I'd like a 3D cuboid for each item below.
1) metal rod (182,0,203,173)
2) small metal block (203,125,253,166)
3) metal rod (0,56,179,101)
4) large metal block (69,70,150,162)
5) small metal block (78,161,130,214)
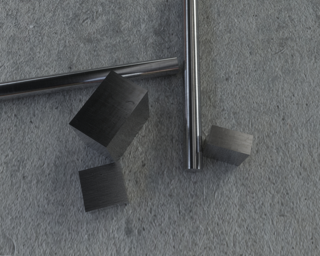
[{"bbox_3d":[0.044,-0.087,0.440,0.025,0.025,0.299,1,70,0],"label":"metal rod"},{"bbox_3d":[0.083,0.023,0.387,0.050,0.050,0.025,15,68,5],"label":"small metal block"},{"bbox_3d":[-0.125,-0.065,0.430,0.302,0.025,0.025,-9,71,-4],"label":"metal rod"},{"bbox_3d":[-0.057,-0.010,0.382,0.050,0.080,0.080,31,73,10],"label":"large metal block"},{"bbox_3d":[-0.068,0.073,0.381,0.050,0.025,0.050,-14,71,-5],"label":"small metal block"}]
